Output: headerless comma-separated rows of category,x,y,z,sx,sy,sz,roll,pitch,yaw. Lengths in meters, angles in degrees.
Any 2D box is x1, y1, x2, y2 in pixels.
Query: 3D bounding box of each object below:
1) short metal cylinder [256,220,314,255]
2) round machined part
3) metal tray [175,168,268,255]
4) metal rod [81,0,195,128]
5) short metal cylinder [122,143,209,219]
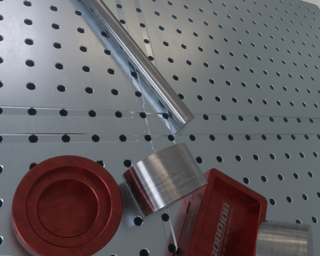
short metal cylinder,0.144,0.149,0.353,0.080,0.050,0.080,8,81,-60
round machined part,-0.090,0.079,0.300,0.099,0.042,0.098,14,56,-21
metal tray,0.076,0.124,0.369,0.090,0.030,0.130,31,52,-9
metal rod,-0.051,-0.125,0.456,0.025,0.025,0.300,-30,79,-38
short metal cylinder,0.006,0.058,0.340,0.081,0.080,0.050,-18,72,-35
